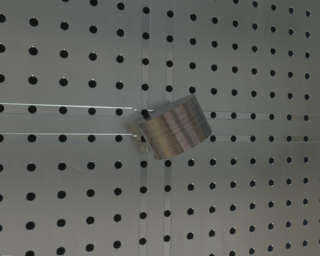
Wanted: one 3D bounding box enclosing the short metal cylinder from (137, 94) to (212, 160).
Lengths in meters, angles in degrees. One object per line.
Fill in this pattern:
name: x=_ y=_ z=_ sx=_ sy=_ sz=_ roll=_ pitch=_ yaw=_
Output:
short metal cylinder: x=0.018 y=-0.002 z=0.389 sx=0.080 sy=0.080 sz=0.050 roll=-30 pitch=99 yaw=-18
